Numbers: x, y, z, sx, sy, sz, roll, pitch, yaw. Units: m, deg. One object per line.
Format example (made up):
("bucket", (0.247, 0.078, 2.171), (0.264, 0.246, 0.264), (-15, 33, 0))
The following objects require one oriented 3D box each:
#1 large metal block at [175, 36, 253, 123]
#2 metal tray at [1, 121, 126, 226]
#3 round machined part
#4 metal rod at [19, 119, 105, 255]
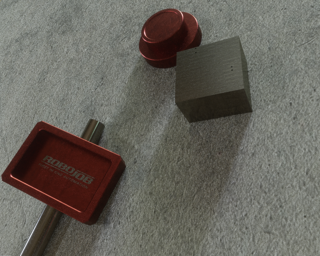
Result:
("large metal block", (0.067, -0.059, 0.388), (0.080, 0.050, 0.080), (-10, 57, 22))
("metal tray", (-0.122, 0.055, 0.398), (0.130, 0.030, 0.090), (22, 70, 14))
("round machined part", (0.011, -0.143, 0.474), (0.098, 0.042, 0.098), (-13, 56, 20))
("metal rod", (-0.146, 0.123, 0.403), (0.025, 0.025, 0.300), (10, 66, 32))
